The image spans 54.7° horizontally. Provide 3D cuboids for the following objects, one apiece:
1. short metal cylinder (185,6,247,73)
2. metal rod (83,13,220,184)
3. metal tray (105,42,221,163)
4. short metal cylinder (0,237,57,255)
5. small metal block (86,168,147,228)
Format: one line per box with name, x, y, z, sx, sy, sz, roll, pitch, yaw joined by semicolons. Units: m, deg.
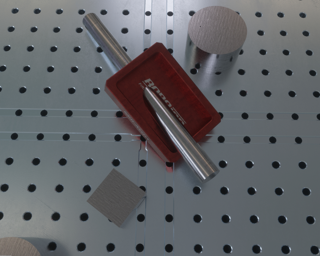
short metal cylinder;0.078;-0.126;0.445;0.081;0.050;0.080;0;70;0
metal rod;-0.024;-0.054;0.411;0.025;0.025;0.300;-32;66;-11
metal tray;0.004;-0.031;0.397;0.090;0.030;0.130;-41;96;-14
short metal cylinder;-0.158;0.161;0.338;0.081;0.050;0.080;0;70;0
small metal block;-0.052;0.086;0.380;0.050;0.025;0.050;35;74;12
